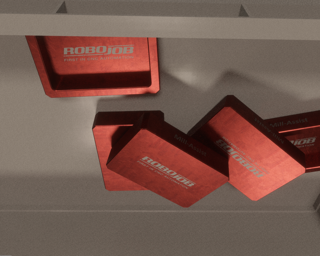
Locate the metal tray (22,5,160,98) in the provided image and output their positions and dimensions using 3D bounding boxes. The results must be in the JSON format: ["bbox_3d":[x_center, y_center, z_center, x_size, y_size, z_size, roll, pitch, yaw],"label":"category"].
[{"bbox_3d":[-0.067,-0.080,0.336,0.131,0.030,0.089,-2,130,1],"label":"metal tray"}]

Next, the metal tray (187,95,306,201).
[{"bbox_3d":[0.108,0.029,0.402,0.130,0.030,0.090,38,127,-7],"label":"metal tray"}]

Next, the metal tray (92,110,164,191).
[{"bbox_3d":[-0.038,0.036,0.436,0.091,0.030,0.129,-2,130,0],"label":"metal tray"}]

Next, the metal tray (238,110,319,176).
[{"bbox_3d":[0.177,0.026,0.430,0.131,0.030,0.090,-10,130,8],"label":"metal tray"}]

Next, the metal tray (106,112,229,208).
[{"bbox_3d":[0.011,0.046,0.392,0.131,0.030,0.090,31,129,-18],"label":"metal tray"}]
